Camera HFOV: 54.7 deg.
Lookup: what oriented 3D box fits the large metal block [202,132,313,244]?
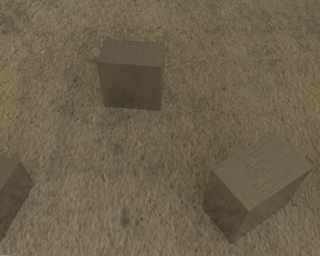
[{"bbox_3d":[0.094,0.062,0.316,0.081,0.080,0.050,-26,55,-21],"label":"large metal block"}]

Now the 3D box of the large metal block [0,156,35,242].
[{"bbox_3d":[-0.195,0.072,0.324,0.080,0.050,0.080,11,51,9],"label":"large metal block"}]

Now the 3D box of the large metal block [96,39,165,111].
[{"bbox_3d":[-0.036,-0.072,0.427,0.080,0.080,0.050,5,50,3],"label":"large metal block"}]
